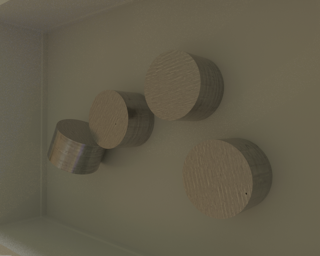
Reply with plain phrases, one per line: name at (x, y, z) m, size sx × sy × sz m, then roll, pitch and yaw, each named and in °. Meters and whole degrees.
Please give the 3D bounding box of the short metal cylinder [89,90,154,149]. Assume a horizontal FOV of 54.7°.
short metal cylinder at (-0.055, -0.012, 0.436) m, size 0.080 × 0.050 × 0.080 m, roll 0°, pitch 90°, yaw 40°

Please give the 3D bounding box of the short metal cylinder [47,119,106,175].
short metal cylinder at (-0.124, 0.027, 0.474) m, size 0.080 × 0.081 × 0.050 m, roll 37°, pitch 113°, yaw 34°

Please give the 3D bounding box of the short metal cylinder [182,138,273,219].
short metal cylinder at (0.071, 0.051, 0.332) m, size 0.080 × 0.050 × 0.080 m, roll 0°, pitch 90°, yaw 40°

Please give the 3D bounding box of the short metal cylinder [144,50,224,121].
short metal cylinder at (0.028, -0.048, 0.368) m, size 0.080 × 0.050 × 0.080 m, roll 0°, pitch 90°, yaw 40°
